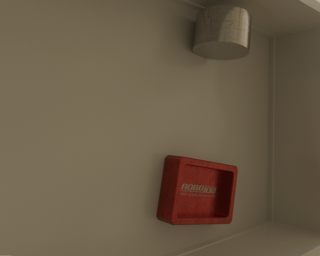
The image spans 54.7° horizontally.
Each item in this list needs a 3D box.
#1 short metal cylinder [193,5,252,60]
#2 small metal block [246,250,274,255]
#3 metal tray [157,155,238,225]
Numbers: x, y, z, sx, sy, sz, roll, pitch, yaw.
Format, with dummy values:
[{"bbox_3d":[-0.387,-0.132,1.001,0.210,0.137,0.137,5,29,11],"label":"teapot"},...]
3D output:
[{"bbox_3d":[0.090,-0.135,0.448,0.081,0.080,0.050,10,84,-40],"label":"short metal cylinder"},{"bbox_3d":[0.182,0.258,0.566,0.050,0.025,0.050,4,87,-40],"label":"small metal block"},{"bbox_3d":[0.060,0.093,0.455,0.131,0.030,0.090,14,81,-39],"label":"metal tray"}]
